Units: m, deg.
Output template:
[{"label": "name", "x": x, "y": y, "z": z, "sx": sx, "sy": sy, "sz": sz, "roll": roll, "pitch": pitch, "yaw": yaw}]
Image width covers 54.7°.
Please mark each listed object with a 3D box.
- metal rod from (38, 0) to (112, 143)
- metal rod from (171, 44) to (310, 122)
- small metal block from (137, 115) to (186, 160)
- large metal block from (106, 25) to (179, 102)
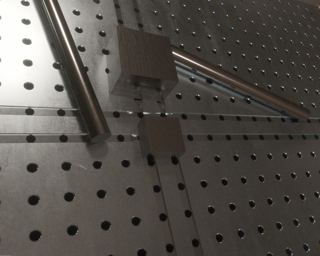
[{"label": "metal rod", "x": -0.129, "y": -0.117, "z": 0.411, "sx": 0.025, "sy": 0.025, "sz": 0.299, "roll": -12, "pitch": 68, "yaw": -34}, {"label": "metal rod", "x": 0.131, "y": -0.076, "z": 0.527, "sx": 0.302, "sy": 0.025, "sz": 0.025, "roll": 21, "pitch": 54, "yaw": -16}, {"label": "small metal block", "x": 0.001, "y": 0.013, "z": 0.403, "sx": 0.050, "sy": 0.025, "sz": 0.050, "roll": 4, "pitch": 60, "yaw": -27}, {"label": "large metal block", "x": -0.027, "y": -0.088, "z": 0.432, "sx": 0.081, "sy": 0.050, "sz": 0.080, "roll": 5, "pitch": 60, "yaw": -26}]
